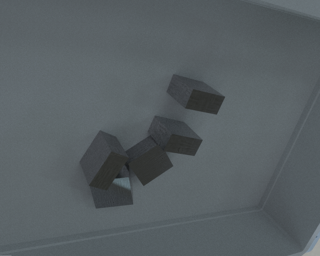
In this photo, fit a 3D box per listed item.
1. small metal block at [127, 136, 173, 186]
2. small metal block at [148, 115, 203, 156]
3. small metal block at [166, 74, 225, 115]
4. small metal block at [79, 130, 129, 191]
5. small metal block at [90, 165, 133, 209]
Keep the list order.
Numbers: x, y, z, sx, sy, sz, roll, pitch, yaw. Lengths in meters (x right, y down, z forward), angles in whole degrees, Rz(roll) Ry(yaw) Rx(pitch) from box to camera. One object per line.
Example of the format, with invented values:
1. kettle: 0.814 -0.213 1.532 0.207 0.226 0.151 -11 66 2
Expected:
1. small metal block: -0.016 0.044 0.427 0.050 0.025 0.050 -33 129 -7
2. small metal block: 0.019 0.010 0.409 0.050 0.050 0.025 12 112 -33
3. small metal block: 0.044 -0.042 0.390 0.050 0.050 0.025 8 114 -32
4. small metal block: -0.069 0.039 0.378 0.025 0.050 0.050 26 104 -37
5. small metal block: -0.064 0.078 0.412 0.050 0.025 0.050 -6 124 -2
